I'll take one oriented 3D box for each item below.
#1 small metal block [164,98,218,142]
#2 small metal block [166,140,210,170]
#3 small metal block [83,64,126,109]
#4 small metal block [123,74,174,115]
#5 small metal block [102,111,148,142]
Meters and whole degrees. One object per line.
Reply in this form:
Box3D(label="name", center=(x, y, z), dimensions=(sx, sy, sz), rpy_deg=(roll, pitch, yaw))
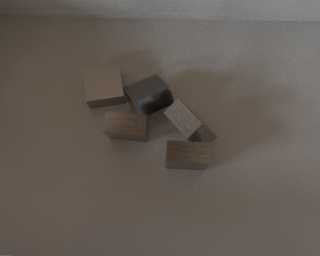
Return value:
Box3D(label="small metal block", center=(0.039, -0.004, 0.388), dimensions=(0.025, 0.050, 0.050), rpy_deg=(-46, 56, 9))
Box3D(label="small metal block", center=(0.033, 0.035, 0.383), dimensions=(0.050, 0.050, 0.025), rpy_deg=(3, 73, 1))
Box3D(label="small metal block", center=(-0.077, -0.058, 0.430), dimensions=(0.050, 0.025, 0.050), rpy_deg=(-9, 70, -3))
Box3D(label="small metal block", center=(-0.016, -0.043, 0.412), dimensions=(0.050, 0.025, 0.050), rpy_deg=(-24, 36, -10))
Box3D(label="small metal block", center=(-0.042, -0.001, 0.395), dimensions=(0.050, 0.050, 0.025), rpy_deg=(6, 78, 2))
